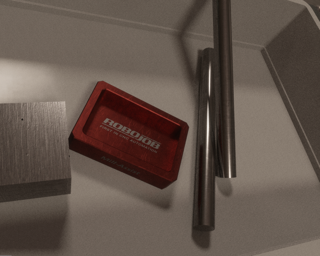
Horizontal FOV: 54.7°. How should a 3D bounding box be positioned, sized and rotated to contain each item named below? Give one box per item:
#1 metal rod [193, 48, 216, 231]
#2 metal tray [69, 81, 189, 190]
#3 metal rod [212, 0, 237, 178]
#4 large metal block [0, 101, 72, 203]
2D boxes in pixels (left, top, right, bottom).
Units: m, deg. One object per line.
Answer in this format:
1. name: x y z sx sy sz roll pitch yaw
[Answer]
1. metal rod: 0.068 -0.005 0.447 0.025 0.025 0.300 20 54 -17
2. metal tray: -0.034 0.008 0.380 0.131 0.030 0.090 26 52 -13
3. metal rod: 0.088 -0.083 0.428 0.025 0.025 0.298 1 86 -28
4. large metal block: -0.130 0.023 0.297 0.081 0.050 0.080 -4 63 -19
